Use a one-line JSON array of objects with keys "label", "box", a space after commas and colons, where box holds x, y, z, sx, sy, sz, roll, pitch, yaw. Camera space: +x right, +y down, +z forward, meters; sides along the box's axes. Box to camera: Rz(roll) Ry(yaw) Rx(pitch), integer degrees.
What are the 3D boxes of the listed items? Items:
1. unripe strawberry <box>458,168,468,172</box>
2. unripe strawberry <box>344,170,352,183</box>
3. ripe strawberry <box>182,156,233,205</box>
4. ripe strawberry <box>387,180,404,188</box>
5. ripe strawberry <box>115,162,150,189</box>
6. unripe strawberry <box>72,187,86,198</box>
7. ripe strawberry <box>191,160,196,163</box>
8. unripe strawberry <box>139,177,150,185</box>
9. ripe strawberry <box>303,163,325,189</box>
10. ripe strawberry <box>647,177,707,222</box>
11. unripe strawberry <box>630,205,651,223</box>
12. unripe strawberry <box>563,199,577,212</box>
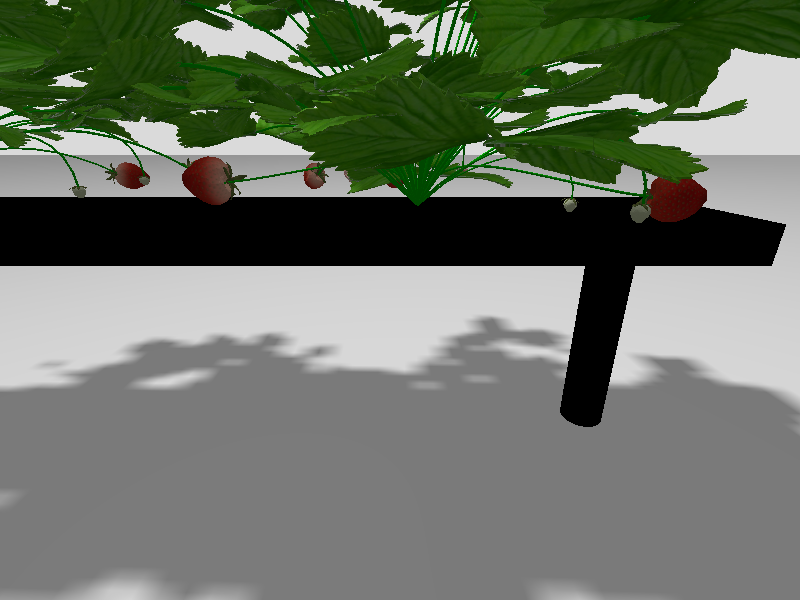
[{"label": "unripe strawberry", "box": [0.086, -0.174, 0.547, 0.015, 0.014, 0.014, 7, 22, 16]}, {"label": "unripe strawberry", "box": [-0.058, -0.166, 0.521, 0.031, 0.028, 0.028, -8, 22, -19]}, {"label": "ripe strawberry", "box": [-0.170, -0.104, 0.353, 0.042, 0.041, 0.039, 1, 21, 5]}, {"label": "ripe strawberry", "box": [-0.007, -0.152, 0.484, 0.030, 0.032, 0.033, -3, 21, -8]}, {"label": "ripe strawberry", "box": [-0.302, -0.140, 0.453, 0.033, 0.028, 0.033, -3, 17, -44]}, {"label": "unripe strawberry", "box": [-0.271, -0.091, 0.339, 0.010, 0.010, 0.009, 0, 21, 1]}, {"label": "ripe strawberry", "box": [-0.246, -0.157, 0.496, 0.029, 0.030, 0.026, 7, 11, -45]}, {"label": "unripe strawberry", "box": [-0.283, -0.132, 0.444, 0.010, 0.010, 0.009, -15, 26, -34]}, {"label": "ripe strawberry", "box": [-0.099, -0.141, 0.457, 0.025, 0.028, 0.027, -18, 11, -38]}, {"label": "ripe strawberry", "box": [0.190, -0.070, 0.274, 0.034, 0.033, 0.032, 9, 23, 20]}, {"label": "unripe strawberry", "box": [0.151, -0.054, 0.252, 0.011, 0.011, 0.011, 14, 26, 33]}, {"label": "unripe strawberry", "box": [0.129, -0.071, 0.304, 0.010, 0.010, 0.011, 7, 23, 18]}]
